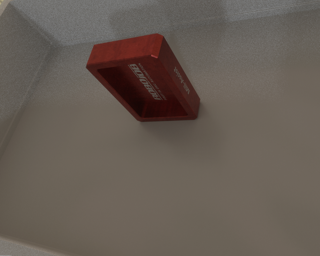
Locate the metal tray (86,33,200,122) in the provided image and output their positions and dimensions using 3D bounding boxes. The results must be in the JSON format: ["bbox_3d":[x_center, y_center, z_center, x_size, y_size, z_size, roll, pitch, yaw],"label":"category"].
[{"bbox_3d":[-0.015,-0.053,0.377,0.090,0.130,0.030,-2,61,27],"label":"metal tray"}]
